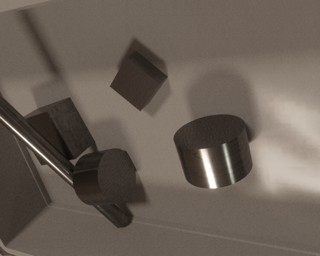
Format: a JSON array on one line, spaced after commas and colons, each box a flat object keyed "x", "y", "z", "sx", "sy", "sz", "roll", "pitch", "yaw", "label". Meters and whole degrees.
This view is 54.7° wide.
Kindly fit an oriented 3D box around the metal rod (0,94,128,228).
[{"x": -0.142, "y": 0.055, "z": 0.450, "sx": 0.025, "sy": 0.025, "sz": 0.300, "roll": -14, "pitch": 127, "yaw": 33, "label": "metal rod"}]

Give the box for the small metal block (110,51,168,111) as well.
[{"x": -0.027, "y": -0.058, "z": 0.386, "sx": 0.050, "sy": 0.025, "sz": 0.050, "roll": 39, "pitch": 129, "yaw": 1, "label": "small metal block"}]

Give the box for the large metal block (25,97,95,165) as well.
[{"x": -0.162, "y": 0.007, "z": 0.480, "sx": 0.080, "sy": 0.050, "sz": 0.080, "roll": -13, "pitch": 112, "yaw": 33, "label": "large metal block"}]

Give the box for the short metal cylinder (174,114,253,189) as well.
[{"x": 0.061, "y": 0.024, "z": 0.355, "sx": 0.080, "sy": 0.080, "sz": 0.050, "roll": -4, "pitch": 117, "yaw": 29, "label": "short metal cylinder"}]

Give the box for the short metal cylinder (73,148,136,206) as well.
[{"x": -0.081, "y": 0.073, "z": 0.459, "sx": 0.050, "sy": 0.080, "sz": 0.080, "roll": -13, "pitch": 112, "yaw": 33, "label": "short metal cylinder"}]
